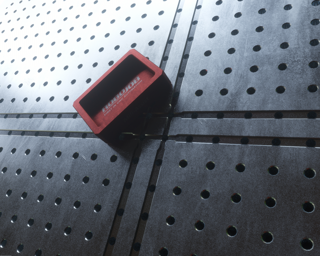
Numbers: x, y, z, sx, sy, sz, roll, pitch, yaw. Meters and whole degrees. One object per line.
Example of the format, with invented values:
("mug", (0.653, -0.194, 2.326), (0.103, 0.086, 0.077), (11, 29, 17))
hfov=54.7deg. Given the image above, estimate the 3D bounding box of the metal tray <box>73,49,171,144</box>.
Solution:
("metal tray", (-0.059, -0.051, 0.465), (0.130, 0.030, 0.090), (-44, 51, -3))
